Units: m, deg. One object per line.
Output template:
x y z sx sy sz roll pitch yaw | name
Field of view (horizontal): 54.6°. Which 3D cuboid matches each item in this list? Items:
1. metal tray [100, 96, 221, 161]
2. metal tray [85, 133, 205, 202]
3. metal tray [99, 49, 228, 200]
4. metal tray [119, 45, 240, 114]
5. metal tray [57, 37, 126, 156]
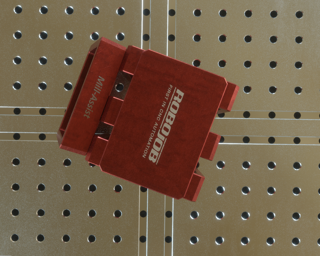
0.000 0.001 0.380 0.131 0.090 0.030 20 89 -1 | metal tray
-0.016 0.044 0.380 0.131 0.090 0.030 21 91 0 | metal tray
0.003 -0.004 0.320 0.090 0.030 0.129 21 90 0 | metal tray
0.022 -0.055 0.380 0.131 0.090 0.030 21 91 0 | metal tray
-0.087 -0.039 0.378 0.030 0.090 0.129 21 90 -22 | metal tray
